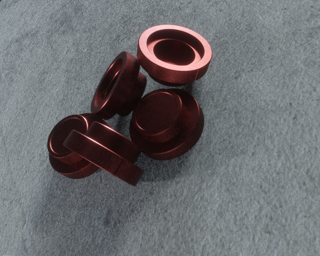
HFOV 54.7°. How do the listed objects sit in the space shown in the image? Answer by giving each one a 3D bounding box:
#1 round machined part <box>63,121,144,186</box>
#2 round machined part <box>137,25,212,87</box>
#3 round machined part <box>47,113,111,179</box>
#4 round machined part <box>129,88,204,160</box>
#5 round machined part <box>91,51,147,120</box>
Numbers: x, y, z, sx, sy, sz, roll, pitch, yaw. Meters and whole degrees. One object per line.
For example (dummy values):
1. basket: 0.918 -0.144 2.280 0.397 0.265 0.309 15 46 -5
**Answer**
1. round machined part: -0.061 0.027 0.370 0.098 0.098 0.042 23 78 36
2. round machined part: 0.018 -0.094 0.421 0.099 0.042 0.098 6 51 -7
3. round machined part: -0.120 0.020 0.442 0.098 0.042 0.098 -13 56 20
4. round machined part: 0.003 -0.011 0.397 0.098 0.042 0.098 -13 56 20
5. round machined part: -0.055 -0.054 0.436 0.098 0.042 0.098 -43 31 35
